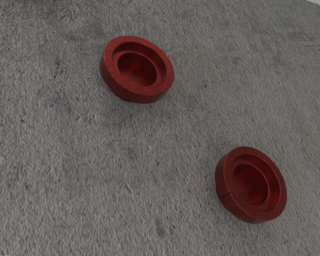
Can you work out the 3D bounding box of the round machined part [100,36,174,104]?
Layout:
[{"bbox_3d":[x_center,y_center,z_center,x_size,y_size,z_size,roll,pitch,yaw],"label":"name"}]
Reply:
[{"bbox_3d":[-0.034,-0.073,0.419,0.099,0.042,0.098,14,56,-21],"label":"round machined part"}]

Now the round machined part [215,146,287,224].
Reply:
[{"bbox_3d":[0.113,0.077,0.407,0.099,0.042,0.098,14,56,-21],"label":"round machined part"}]
